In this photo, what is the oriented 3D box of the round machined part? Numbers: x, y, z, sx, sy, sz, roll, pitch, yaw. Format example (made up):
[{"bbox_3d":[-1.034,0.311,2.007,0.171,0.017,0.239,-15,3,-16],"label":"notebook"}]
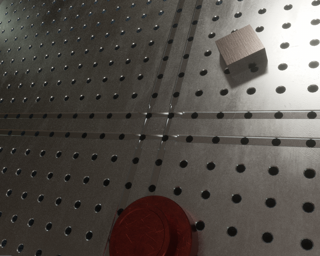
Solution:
[{"bbox_3d":[-0.013,0.119,0.330,0.098,0.042,0.098,-13,56,20],"label":"round machined part"}]

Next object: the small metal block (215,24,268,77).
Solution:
[{"bbox_3d":[0.108,-0.104,0.414,0.050,0.025,0.050,-24,53,13],"label":"small metal block"}]
